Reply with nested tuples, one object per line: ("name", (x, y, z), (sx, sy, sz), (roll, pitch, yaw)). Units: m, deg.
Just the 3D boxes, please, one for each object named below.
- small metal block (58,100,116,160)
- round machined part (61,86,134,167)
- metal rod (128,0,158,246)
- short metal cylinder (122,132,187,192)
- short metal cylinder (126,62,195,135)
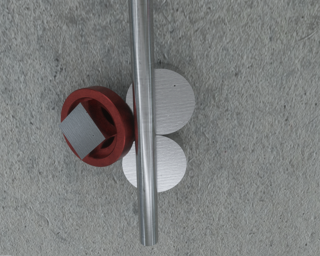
("small metal block", (-0.085, 0.001, 0.367), (0.050, 0.025, 0.050), (-38, 85, 32))
("round machined part", (-0.072, -0.004, 0.386), (0.098, 0.042, 0.097), (9, 110, 27))
("metal rod", (-0.017, 0.009, 0.361), (0.025, 0.025, 0.298), (-1, 110, 0))
("short metal cylinder", (-0.007, 0.038, 0.411), (0.081, 0.050, 0.079), (0, 109, 0))
("short metal cylinder", (0.001, -0.038, 0.384), (0.081, 0.050, 0.079), (0, 110, 0))
